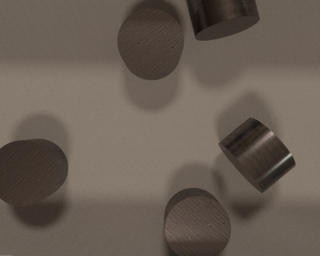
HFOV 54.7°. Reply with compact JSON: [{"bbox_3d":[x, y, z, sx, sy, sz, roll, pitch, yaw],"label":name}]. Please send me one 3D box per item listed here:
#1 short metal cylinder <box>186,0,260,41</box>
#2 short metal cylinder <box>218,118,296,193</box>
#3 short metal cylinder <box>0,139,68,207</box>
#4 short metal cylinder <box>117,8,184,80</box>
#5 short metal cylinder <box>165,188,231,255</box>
[{"bbox_3d":[0.077,-0.147,0.385,0.080,0.080,0.050,-13,91,0],"label":"short metal cylinder"},{"bbox_3d":[0.119,0.034,0.386,0.050,0.080,0.080,-40,91,0],"label":"short metal cylinder"},{"bbox_3d":[-0.165,0.054,0.397,0.081,0.050,0.079,0,90,-1],"label":"short metal cylinder"},{"bbox_3d":[-0.011,-0.105,0.399,0.081,0.050,0.079,0,90,-1],"label":"short metal cylinder"},{"bbox_3d":[0.046,0.122,0.400,0.081,0.050,0.079,0,90,-1],"label":"short metal cylinder"}]
